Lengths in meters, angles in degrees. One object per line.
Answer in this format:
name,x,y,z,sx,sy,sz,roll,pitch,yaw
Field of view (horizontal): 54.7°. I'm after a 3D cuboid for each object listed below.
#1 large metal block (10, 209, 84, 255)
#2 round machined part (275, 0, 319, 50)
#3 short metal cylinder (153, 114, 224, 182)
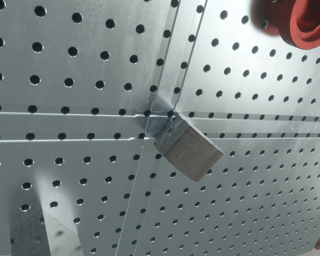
large metal block,-0.142,0.166,0.401,0.050,0.080,0.080,-36,129,-4
round machined part,0.194,-0.157,0.409,0.099,0.042,0.097,-14,124,-21
short metal cylinder,0.038,0.026,0.412,0.050,0.080,0.080,-49,129,6
